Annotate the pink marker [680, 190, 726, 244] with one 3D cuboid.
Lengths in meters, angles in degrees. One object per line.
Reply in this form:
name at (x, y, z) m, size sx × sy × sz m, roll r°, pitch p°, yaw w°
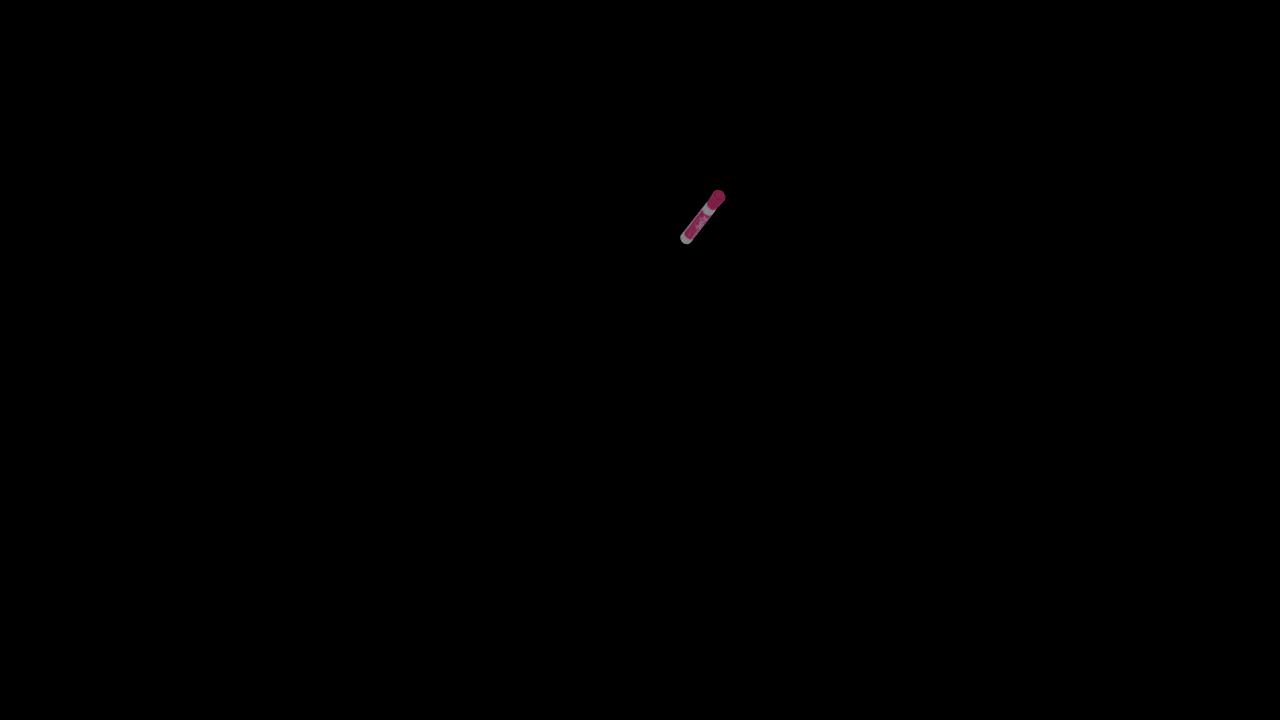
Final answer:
pink marker at (0.088, -0.200, 0.864) m, size 0.020 × 0.020 × 0.121 m, roll 0°, pitch -19°, yaw -20°
